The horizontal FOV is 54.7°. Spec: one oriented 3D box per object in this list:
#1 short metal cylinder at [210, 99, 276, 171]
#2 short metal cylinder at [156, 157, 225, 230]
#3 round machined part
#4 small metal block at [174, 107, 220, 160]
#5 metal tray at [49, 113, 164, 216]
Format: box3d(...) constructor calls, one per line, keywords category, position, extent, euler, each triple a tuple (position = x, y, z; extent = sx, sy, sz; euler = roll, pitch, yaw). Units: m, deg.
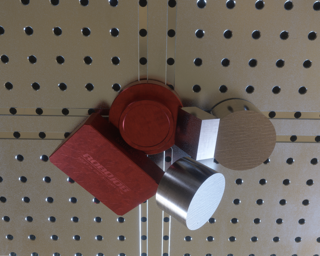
box3d(category="short metal cylinder", position=(0.101, 0.008, 0.400), extent=(0.081, 0.050, 0.079), euler=(0, 110, 0))
box3d(category="short metal cylinder", position=(0.041, 0.084, 0.405), extent=(0.050, 0.081, 0.079), euler=(26, 115, 37))
box3d(category="round machined part", position=(-0.016, -0.010, 0.396), extent=(0.099, 0.042, 0.097), euler=(0, 110, 0))
box3d(category="small metal block", position=(0.044, 0.005, 0.379), extent=(0.025, 0.050, 0.050), euler=(-5, 112, -28))
box3d(category="metal tray", position=(-0.069, 0.052, 0.413), extent=(0.130, 0.030, 0.090), euler=(43, 120, -15))
